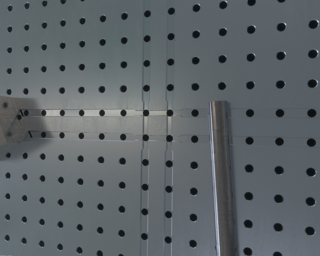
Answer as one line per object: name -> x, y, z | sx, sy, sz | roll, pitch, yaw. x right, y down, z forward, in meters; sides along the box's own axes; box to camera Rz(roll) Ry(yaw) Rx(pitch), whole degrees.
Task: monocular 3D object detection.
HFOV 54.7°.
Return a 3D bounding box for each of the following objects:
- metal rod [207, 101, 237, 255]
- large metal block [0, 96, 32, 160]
metal rod -> 0.080, 0.116, 0.384 | 0.025, 0.025, 0.298 | -4, 89, 20
large metal block -> -0.265, 0.003, 0.493 | 0.080, 0.050, 0.080 | -28, 81, 17
